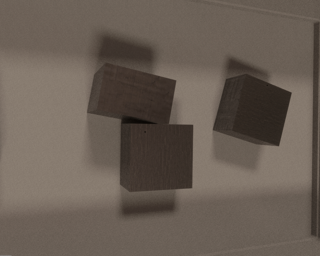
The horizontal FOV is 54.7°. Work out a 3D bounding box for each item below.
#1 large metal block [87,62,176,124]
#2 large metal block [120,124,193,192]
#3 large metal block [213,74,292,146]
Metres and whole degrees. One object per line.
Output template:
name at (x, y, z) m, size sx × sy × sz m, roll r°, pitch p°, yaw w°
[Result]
large metal block at (-0.037, -0.036, 0.368) m, size 0.081 × 0.080 × 0.050 m, roll 11°, pitch 86°, yaw -20°
large metal block at (-0.005, 0.035, 0.396) m, size 0.081 × 0.050 × 0.079 m, roll 1°, pitch 90°, yaw -21°
large metal block at (0.133, -0.024, 0.448) m, size 0.081 × 0.050 × 0.080 m, roll 17°, pitch 84°, yaw -20°
